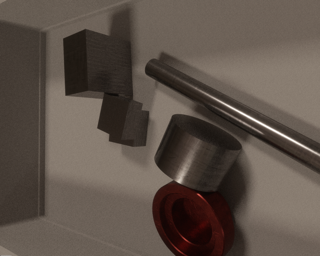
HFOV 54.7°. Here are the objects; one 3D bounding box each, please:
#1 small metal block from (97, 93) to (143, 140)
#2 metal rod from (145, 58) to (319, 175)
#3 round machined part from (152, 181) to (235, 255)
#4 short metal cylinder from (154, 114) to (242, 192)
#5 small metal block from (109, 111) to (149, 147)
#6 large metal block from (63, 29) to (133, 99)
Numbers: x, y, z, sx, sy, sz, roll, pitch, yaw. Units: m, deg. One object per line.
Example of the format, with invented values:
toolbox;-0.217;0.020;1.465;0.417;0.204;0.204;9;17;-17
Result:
small metal block;-0.055;-0.016;0.417;0.050;0.025;0.050;22;104;37
metal rod;0.092;-0.010;0.329;0.300;0.025;0.025;35;111;34
round machined part;0.041;0.101;0.351;0.098;0.042;0.097;16;115;39
short metal cylinder;0.040;0.025;0.336;0.080;0.081;0.050;35;111;34
small metal block;-0.045;-0.002;0.442;0.050;0.025;0.050;9;96;39
large metal block;-0.086;-0.085;0.440;0.050;0.081;0.080;-5;87;39
